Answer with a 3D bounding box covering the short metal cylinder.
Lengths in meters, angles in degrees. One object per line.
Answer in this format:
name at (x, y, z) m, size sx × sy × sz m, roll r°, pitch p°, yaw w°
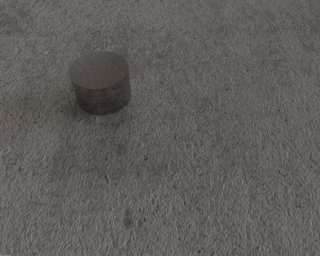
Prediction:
short metal cylinder at (-0.083, -0.065, 0.441) m, size 0.080 × 0.050 × 0.080 m, roll 0°, pitch 50°, yaw 0°
